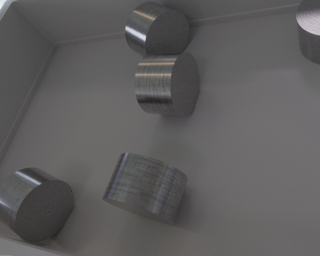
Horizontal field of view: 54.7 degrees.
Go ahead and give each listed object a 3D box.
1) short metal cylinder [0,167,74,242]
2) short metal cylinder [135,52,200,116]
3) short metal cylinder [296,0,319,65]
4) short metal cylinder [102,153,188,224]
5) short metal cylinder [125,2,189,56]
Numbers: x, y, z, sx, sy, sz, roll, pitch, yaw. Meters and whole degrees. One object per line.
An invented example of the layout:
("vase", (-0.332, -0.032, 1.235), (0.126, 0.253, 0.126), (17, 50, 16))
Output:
("short metal cylinder", (-0.159, 0.096, 0.395), (0.050, 0.080, 0.080), (16, 70, 34))
("short metal cylinder", (0.011, -0.057, 0.399), (0.050, 0.080, 0.080), (6, 65, 31))
("short metal cylinder", (0.202, -0.119, 0.356), (0.080, 0.050, 0.080), (-13, 56, 21))
("short metal cylinder", (-0.015, 0.067, 0.337), (0.080, 0.080, 0.050), (7, 65, 31))
("short metal cylinder", (-0.004, -0.140, 0.458), (0.080, 0.080, 0.050), (-47, 51, -5))
